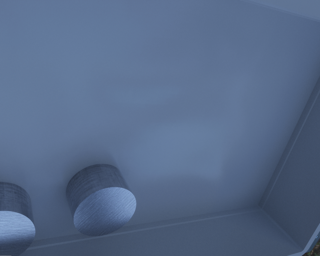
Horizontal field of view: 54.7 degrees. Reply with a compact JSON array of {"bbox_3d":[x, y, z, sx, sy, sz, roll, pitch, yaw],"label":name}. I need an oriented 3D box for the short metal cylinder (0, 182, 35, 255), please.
[{"bbox_3d":[-0.190,0.109,0.357,0.081,0.050,0.079,-14,124,-21],"label":"short metal cylinder"}]

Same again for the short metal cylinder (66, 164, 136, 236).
[{"bbox_3d":[-0.078,0.094,0.408,0.081,0.050,0.079,-14,124,-21],"label":"short metal cylinder"}]
